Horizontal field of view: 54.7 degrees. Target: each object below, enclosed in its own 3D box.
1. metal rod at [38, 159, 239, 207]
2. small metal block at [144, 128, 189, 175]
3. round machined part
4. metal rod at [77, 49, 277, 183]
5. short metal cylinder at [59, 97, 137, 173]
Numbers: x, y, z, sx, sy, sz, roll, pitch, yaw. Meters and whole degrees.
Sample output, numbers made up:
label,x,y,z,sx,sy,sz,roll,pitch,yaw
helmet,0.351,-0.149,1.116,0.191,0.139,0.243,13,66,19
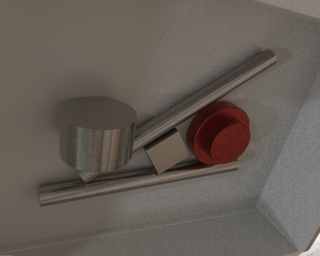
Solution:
label,x,y,z,sx,sy,sz,roll,pitch,yaw
metal rod,-0.013,0.071,0.446,0.303,0.025,0.025,-5,121,-26
small metal block,0.006,0.029,0.429,0.050,0.025,0.050,-31,129,-8
round machined part,0.093,0.014,0.455,0.099,0.042,0.097,-14,125,-21
metal rod,0.027,-0.020,0.411,0.301,0.025,0.025,-32,129,-8
short metal cylinder,-0.068,0.005,0.339,0.081,0.080,0.050,-5,121,-26
